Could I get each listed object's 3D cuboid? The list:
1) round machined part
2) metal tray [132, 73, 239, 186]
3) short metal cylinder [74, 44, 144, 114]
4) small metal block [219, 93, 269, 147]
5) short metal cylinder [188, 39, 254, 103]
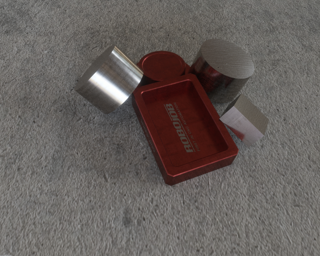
[{"bbox_3d":[0.003,-0.078,0.460,0.099,0.042,0.098,0,50,0],"label":"round machined part"},{"bbox_3d":[0.027,-0.003,0.390,0.091,0.030,0.130,-17,62,-14],"label":"metal tray"},{"bbox_3d":[-0.068,-0.065,0.414,0.050,0.080,0.080,41,48,-24],"label":"short metal cylinder"},{"bbox_3d":[0.108,-0.011,0.392,0.050,0.025,0.050,45,34,1],"label":"small metal block"},{"bbox_3d":[0.086,-0.082,0.445,0.081,0.050,0.080,11,50,-14],"label":"short metal cylinder"}]
